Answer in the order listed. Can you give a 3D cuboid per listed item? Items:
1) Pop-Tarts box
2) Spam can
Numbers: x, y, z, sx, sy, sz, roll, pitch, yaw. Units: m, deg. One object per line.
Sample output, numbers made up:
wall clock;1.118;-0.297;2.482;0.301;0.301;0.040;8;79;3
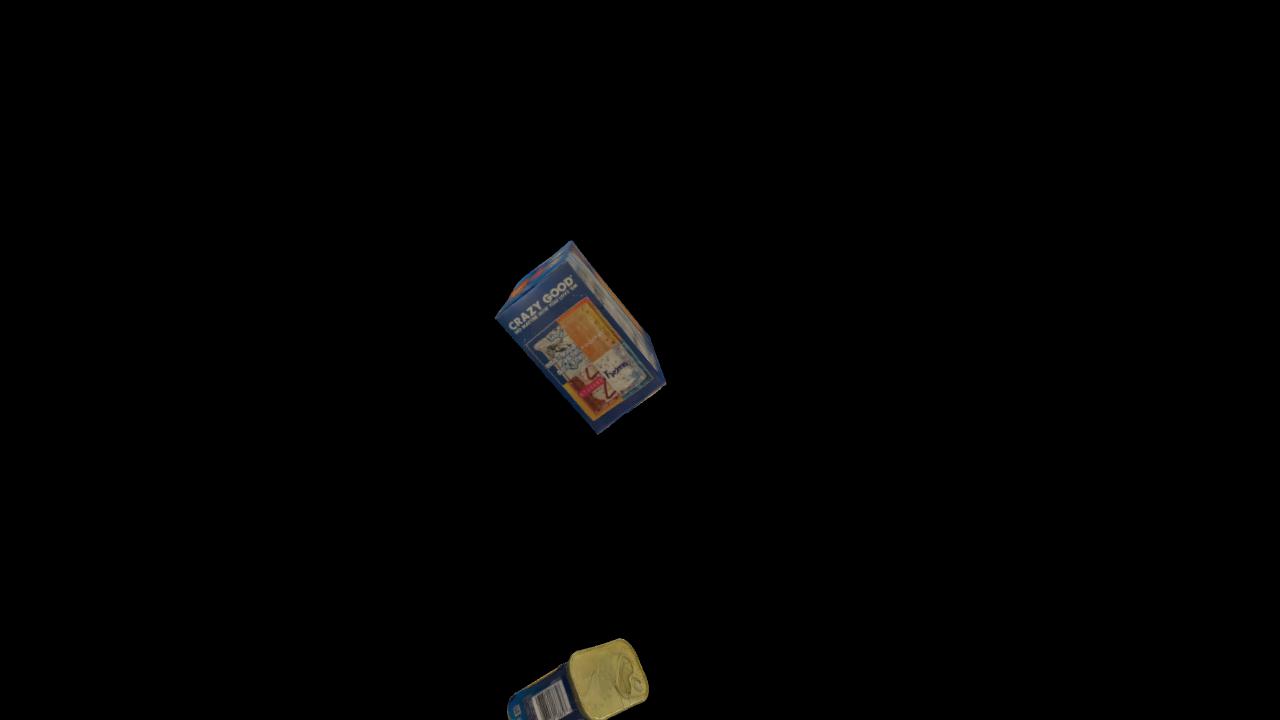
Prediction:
Pop-Tarts box;-0.056;-0.030;0.602;0.083;0.141;0.167;-37;16;6
Spam can;-0.056;0.302;0.552;0.085;0.058;0.101;-38;-30;19
